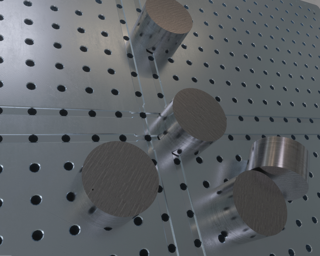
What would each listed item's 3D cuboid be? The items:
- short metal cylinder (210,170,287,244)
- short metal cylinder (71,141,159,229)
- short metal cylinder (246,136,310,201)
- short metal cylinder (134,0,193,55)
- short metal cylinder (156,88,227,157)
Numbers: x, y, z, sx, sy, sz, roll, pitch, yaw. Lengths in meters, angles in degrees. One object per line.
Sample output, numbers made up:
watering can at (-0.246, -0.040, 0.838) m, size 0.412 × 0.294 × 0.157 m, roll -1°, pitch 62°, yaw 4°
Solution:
short metal cylinder at (0.110, 0.100, 0.390) m, size 0.081 × 0.050 × 0.080 m, roll 14°, pitch 56°, yaw -21°
short metal cylinder at (-0.048, 0.061, 0.329) m, size 0.081 × 0.050 × 0.080 m, roll 14°, pitch 56°, yaw -21°
short metal cylinder at (0.160, 0.057, 0.424) m, size 0.080 × 0.080 × 0.050 m, roll 31°, pitch 52°, yaw -9°
short metal cylinder at (0.005, -0.164, 0.494) m, size 0.081 × 0.050 × 0.080 m, roll 14°, pitch 56°, yaw -21°
short metal cylinder at (0.042, -0.007, 0.419) m, size 0.081 × 0.050 × 0.080 m, roll 14°, pitch 56°, yaw -21°
